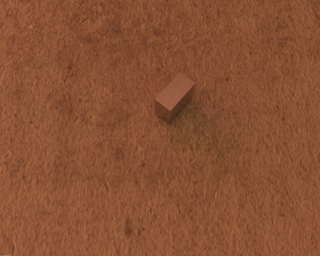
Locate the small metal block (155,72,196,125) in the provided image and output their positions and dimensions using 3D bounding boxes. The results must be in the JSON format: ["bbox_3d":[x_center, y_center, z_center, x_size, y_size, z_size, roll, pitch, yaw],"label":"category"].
[{"bbox_3d":[0.019,-0.038,0.409,0.025,0.050,0.050,38,74,12],"label":"small metal block"}]
